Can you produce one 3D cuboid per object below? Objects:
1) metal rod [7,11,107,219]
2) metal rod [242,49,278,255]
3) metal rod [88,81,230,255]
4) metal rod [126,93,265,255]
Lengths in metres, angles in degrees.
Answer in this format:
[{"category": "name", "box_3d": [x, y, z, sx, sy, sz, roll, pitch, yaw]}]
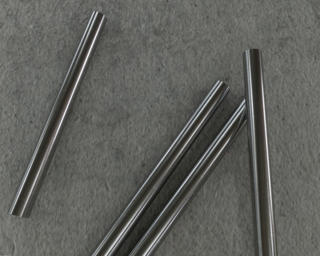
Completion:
[{"category": "metal rod", "box_3d": [-0.130, -0.032, 0.417, 0.025, 0.025, 0.299, 14, 70, 5]}, {"category": "metal rod", "box_3d": [0.121, 0.046, 0.375, 0.025, 0.025, 0.299, 0, 76, 0]}, {"category": "metal rod", "box_3d": [0.000, 0.058, 0.386, 0.025, 0.025, 0.300, 34, 73, 11]}, {"category": "metal rod", "box_3d": [0.044, 0.063, 0.385, 0.025, 0.025, 0.300, 36, 73, 12]}]
